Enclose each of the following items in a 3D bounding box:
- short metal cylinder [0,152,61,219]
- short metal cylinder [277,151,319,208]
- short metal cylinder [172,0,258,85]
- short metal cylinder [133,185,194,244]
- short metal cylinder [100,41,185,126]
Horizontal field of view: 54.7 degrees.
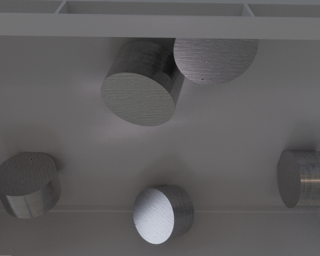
[{"bbox_3d":[-0.186,0.080,0.439,0.081,0.080,0.050,2,130,-2],"label":"short metal cylinder"},{"bbox_3d":[0.205,0.072,0.436,0.050,0.080,0.079,0,130,0],"label":"short metal cylinder"},{"bbox_3d":[0.053,-0.091,0.316,0.081,0.050,0.079,0,130,0],"label":"short metal cylinder"},{"bbox_3d":[0.005,0.130,0.475,0.050,0.080,0.080,5,140,-50],"label":"short metal cylinder"},{"bbox_3d":[-0.018,-0.046,0.338,0.080,0.050,0.080,11,143,9],"label":"short metal cylinder"}]
